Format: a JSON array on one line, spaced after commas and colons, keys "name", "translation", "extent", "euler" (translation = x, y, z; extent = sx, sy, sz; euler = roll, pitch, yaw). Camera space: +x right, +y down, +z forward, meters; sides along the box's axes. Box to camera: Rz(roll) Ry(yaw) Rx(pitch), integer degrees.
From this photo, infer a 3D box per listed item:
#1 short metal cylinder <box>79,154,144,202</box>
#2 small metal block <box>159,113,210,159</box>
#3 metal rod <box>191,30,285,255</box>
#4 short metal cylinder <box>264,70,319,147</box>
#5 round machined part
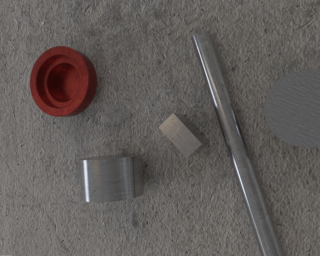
[{"name": "short metal cylinder", "translation": [-0.062, 0.062, 0.402], "extent": [0.080, 0.080, 0.050], "euler": [-4, 89, 20]}, {"name": "small metal block", "translation": [0.032, 0.009, 0.384], "extent": [0.025, 0.050, 0.050], "euler": [-45, 76, 14]}, {"name": "metal rod", "translation": [0.094, 0.025, 0.375], "extent": [0.025, 0.025, 0.299], "euler": [-19, 84, 19]}, {"name": "short metal cylinder", "translation": [0.158, -0.020, 0.340], "extent": [0.080, 0.050, 0.079], "euler": [0, 90, 20]}, {"name": "round machined part", "translation": [-0.133, -0.065, 0.447], "extent": [0.098, 0.042, 0.097], "euler": [0, 90, 20]}]
